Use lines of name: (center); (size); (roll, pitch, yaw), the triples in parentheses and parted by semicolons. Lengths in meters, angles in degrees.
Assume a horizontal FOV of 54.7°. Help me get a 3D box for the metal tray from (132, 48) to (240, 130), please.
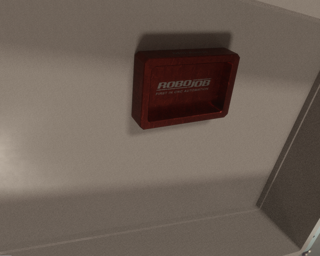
metal tray: (0.032, -0.052, 0.392); (0.131, 0.030, 0.089); (-9, 123, -24)
